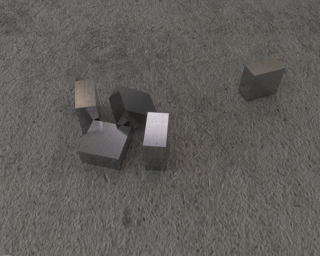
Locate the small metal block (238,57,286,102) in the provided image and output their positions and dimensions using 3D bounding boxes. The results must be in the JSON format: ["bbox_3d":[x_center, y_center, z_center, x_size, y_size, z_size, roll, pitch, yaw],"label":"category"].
[{"bbox_3d":[0.145,-0.069,0.446,0.050,0.050,0.025,-16,52,-13],"label":"small metal block"}]

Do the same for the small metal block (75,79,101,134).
[{"bbox_3d":[-0.094,-0.028,0.410,0.025,0.050,0.050,-8,50,-7],"label":"small metal block"}]

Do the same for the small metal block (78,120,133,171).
[{"bbox_3d":[-0.066,0.021,0.385,0.050,0.025,0.050,11,51,8],"label":"small metal block"}]

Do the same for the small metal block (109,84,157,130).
[{"bbox_3d":[-0.035,-0.026,0.409,0.050,0.025,0.050,12,39,-35],"label":"small metal block"}]

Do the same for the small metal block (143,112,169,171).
[{"bbox_3d":[-0.004,0.017,0.373,0.025,0.050,0.050,4,50,3],"label":"small metal block"}]
